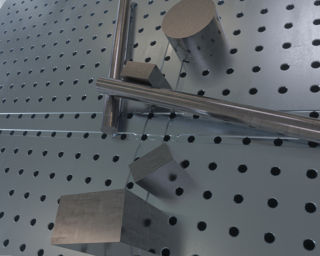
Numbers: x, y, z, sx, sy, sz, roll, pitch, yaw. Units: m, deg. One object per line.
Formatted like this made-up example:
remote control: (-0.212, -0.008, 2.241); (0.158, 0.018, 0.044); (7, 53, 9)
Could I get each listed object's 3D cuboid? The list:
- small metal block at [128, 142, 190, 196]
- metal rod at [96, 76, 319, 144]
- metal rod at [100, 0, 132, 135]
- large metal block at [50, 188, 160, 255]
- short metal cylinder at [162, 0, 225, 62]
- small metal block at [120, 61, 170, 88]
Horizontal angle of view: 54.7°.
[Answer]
small metal block: (0.000, 0.050, 0.362); (0.050, 0.050, 0.025); (-32, 52, 7)
metal rod: (0.042, -0.030, 0.387); (0.300, 0.025, 0.025); (15, 70, 28)
metal rod: (-0.069, -0.125, 0.521); (0.025, 0.025, 0.299); (-12, 56, 21)
large metal block: (-0.055, 0.106, 0.336); (0.080, 0.080, 0.050); (-11, 57, 22)
short metal cylinder: (0.049, -0.145, 0.456); (0.080, 0.050, 0.080); (-13, 56, 21)
small metal block: (-0.021, -0.069, 0.445); (0.050, 0.050, 0.025); (15, 70, 34)
